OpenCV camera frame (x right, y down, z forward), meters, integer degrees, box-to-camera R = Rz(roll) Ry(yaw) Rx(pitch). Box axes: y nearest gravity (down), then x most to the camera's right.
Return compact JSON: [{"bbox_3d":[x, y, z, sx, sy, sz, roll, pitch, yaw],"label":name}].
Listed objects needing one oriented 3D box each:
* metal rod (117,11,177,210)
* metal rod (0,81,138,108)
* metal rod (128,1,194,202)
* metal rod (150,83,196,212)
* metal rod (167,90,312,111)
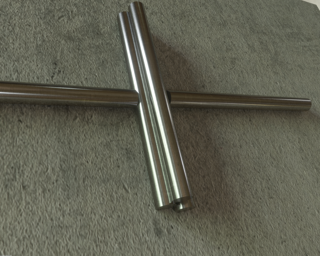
[{"bbox_3d":[-0.024,-0.041,0.419,0.025,0.025,0.299,1,61,-28],"label":"metal rod"},{"bbox_3d":[-0.167,-0.039,0.339,0.303,0.025,0.025,0,62,-28],"label":"metal rod"},{"bbox_3d":[-0.005,-0.052,0.410,0.025,0.025,0.299,1,61,-28],"label":"metal rod"},{"bbox_3d":[-0.001,-0.035,0.429,0.025,0.025,0.299,1,61,-28],"label":"metal rod"},{"bbox_3d":[0.142,-0.043,0.510,0.303,0.025,0.025,-1,62,-29],"label":"metal rod"}]
